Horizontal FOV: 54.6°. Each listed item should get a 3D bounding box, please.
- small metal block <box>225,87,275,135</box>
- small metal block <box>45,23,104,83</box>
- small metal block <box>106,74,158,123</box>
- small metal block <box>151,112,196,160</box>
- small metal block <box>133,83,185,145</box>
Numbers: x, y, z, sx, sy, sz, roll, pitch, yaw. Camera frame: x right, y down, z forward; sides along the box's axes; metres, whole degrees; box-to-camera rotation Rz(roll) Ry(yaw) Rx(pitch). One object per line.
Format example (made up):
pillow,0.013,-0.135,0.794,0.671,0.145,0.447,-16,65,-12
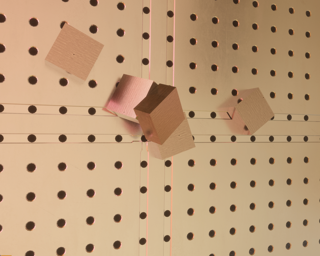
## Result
small metal block,0.134,-0.025,0.462,0.050,0.025,0.050,-37,102,-16
small metal block,-0.103,-0.089,0.374,0.050,0.025,0.050,28,81,-18
small metal block,-0.031,-0.035,0.385,0.025,0.050,0.050,37,75,-53
small metal block,0.014,0.010,0.417,0.050,0.025,0.050,-20,97,-19
small metal block,0.001,-0.017,0.371,0.050,0.025,0.050,-48,138,-29
